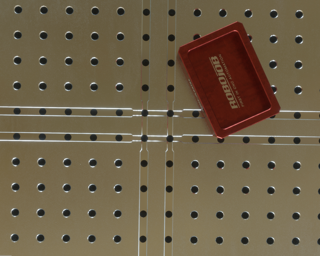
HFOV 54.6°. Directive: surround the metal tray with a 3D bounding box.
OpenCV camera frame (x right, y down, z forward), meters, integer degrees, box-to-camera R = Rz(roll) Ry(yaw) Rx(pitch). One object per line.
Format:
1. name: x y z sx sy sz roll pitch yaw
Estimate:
1. metal tray: 0.089 -0.062 0.411 0.090 0.030 0.130 -24 90 0
